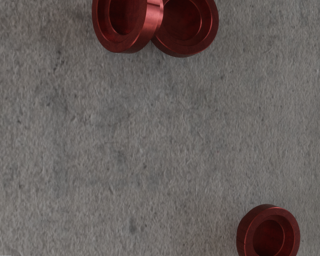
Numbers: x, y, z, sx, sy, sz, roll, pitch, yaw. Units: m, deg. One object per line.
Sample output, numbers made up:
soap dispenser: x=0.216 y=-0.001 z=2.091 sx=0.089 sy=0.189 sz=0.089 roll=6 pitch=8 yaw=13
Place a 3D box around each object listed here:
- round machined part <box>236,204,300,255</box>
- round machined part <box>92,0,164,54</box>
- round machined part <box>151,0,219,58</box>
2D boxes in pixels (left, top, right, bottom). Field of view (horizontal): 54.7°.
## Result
round machined part: x=0.154 y=0.161 z=0.459 sx=0.099 sy=0.042 sz=0.097 roll=0 pitch=90 yaw=-21
round machined part: x=-0.034 y=-0.137 z=0.363 sx=0.042 sy=0.098 sz=0.097 roll=-10 pitch=94 yaw=-46
round machined part: x=0.025 y=-0.142 z=0.410 sx=0.099 sy=0.042 sz=0.097 roll=0 pitch=90 yaw=-21
